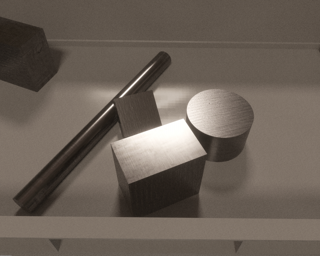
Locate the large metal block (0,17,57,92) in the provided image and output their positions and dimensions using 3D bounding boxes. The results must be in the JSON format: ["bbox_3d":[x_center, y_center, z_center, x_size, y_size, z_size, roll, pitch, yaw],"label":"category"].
[{"bbox_3d":[-0.210,-0.108,0.458,0.080,0.080,0.050,18,53,14],"label":"large metal block"}]

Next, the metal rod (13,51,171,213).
[{"bbox_3d":[-0.071,-0.014,0.416,0.025,0.025,0.301,25,54,19],"label":"metal rod"}]

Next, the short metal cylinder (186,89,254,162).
[{"bbox_3d":[0.073,-0.004,0.393,0.081,0.050,0.080,0,50,0],"label":"short metal cylinder"}]

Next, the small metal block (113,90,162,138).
[{"bbox_3d":[-0.030,-0.018,0.403,0.050,0.025,0.050,-15,90,-13],"label":"small metal block"}]

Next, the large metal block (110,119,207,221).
[{"bbox_3d":[-0.002,0.045,0.331,0.081,0.080,0.050,-19,53,-16],"label":"large metal block"}]
